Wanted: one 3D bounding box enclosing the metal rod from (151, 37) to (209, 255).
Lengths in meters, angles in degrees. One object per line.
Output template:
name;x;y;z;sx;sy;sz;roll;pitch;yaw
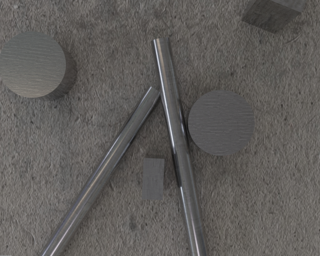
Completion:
metal rod;0.028;0.036;0.400;0.025;0.025;0.298;-10;94;0

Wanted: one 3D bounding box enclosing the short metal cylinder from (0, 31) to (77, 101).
short metal cylinder;-0.153;-0.076;0.396;0.081;0.050;0.080;0;90;0

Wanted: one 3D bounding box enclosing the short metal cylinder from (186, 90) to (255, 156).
short metal cylinder;0.074;-0.006;0.398;0.081;0.050;0.080;0;90;-1

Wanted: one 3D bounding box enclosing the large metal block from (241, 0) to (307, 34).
large metal block;0.149;-0.174;0.384;0.050;0.080;0.080;22;90;0

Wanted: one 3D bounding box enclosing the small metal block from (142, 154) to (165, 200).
small metal block;-0.008;0.061;0.398;0.025;0.050;0.050;3;90;0

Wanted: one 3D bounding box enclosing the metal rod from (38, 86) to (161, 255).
metal rod;-0.086;0.076;0.409;0.025;0.025;0.299;33;90;0
